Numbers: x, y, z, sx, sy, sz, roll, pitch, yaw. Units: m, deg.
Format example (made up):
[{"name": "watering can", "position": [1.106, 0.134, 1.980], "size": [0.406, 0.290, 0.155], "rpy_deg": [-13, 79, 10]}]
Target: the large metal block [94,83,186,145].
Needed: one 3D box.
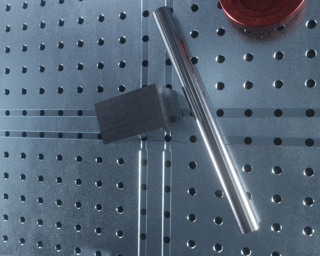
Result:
[{"name": "large metal block", "position": [-0.022, -0.015, 0.390], "size": [0.080, 0.080, 0.050], "rpy_deg": [-16, 85, 19]}]

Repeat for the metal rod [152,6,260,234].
[{"name": "metal rod", "position": [0.055, -0.016, 0.392], "size": [0.025, 0.025, 0.299], "rpy_deg": [-24, 82, 18]}]

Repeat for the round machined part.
[{"name": "round machined part", "position": [0.120, -0.161, 0.361], "size": [0.098, 0.042, 0.097], "rpy_deg": [0, 90, 19]}]
